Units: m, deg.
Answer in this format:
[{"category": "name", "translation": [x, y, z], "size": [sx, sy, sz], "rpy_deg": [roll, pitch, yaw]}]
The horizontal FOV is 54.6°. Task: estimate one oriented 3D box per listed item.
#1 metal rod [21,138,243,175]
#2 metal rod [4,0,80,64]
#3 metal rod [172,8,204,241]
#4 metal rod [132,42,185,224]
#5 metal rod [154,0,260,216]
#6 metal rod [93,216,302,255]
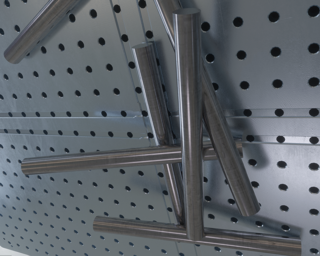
[{"category": "metal rod", "translation": [-0.046, 0.040, 0.410], "size": [0.301, 0.025, 0.025], "rpy_deg": [-6, 116, 14]}, {"category": "metal rod", "translation": [-0.111, -0.158, 0.373], "size": [0.299, 0.025, 0.025], "rpy_deg": [-25, 105, 37]}, {"category": "metal rod", "translation": [0.036, 0.022, 0.353], "size": [0.025, 0.025, 0.298], "rpy_deg": [10, 126, 23]}, {"category": "metal rod", "translation": [0.010, 0.034, 0.427], "size": [0.025, 0.025, 0.298], "rpy_deg": [1, 119, 28]}, {"category": "metal rod", "translation": [0.048, -0.037, 0.340], "size": [0.025, 0.025, 0.299], "rpy_deg": [-16, 103, 34]}, {"category": "metal rod", "translation": [0.042, 0.156, 0.455], "size": [0.301, 0.025, 0.025], "rpy_deg": [1, 119, 17]}]
